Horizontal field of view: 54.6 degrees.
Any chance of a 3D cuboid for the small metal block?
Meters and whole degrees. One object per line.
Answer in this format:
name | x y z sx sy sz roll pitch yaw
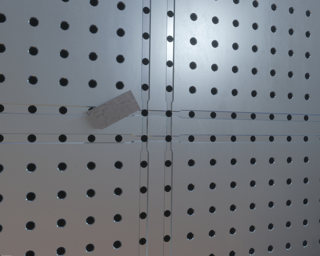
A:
small metal block | -0.058 -0.022 0.378 0.050 0.050 0.025 -30 100 -17
